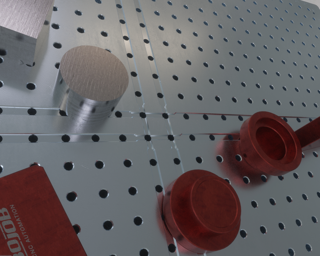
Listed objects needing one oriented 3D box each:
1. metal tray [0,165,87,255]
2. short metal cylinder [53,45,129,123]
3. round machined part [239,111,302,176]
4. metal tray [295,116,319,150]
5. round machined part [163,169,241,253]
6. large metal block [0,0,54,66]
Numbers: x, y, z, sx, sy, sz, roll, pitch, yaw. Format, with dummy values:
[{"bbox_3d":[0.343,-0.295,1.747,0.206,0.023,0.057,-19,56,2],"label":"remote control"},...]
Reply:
[{"bbox_3d":[-0.123,0.108,0.273,0.091,0.030,0.130,-22,74,-36],"label":"metal tray"},{"bbox_3d":[-0.085,-0.053,0.379,0.081,0.050,0.080,14,56,-21],"label":"short metal cylinder"},{"bbox_3d":[0.160,0.027,0.467,0.099,0.042,0.098,14,56,-21],"label":"round machined part"},{"bbox_3d":[0.292,0.001,0.523,0.131,0.090,0.030,-7,66,-32],"label":"metal tray"},{"bbox_3d":[0.057,0.095,0.370,0.099,0.042,0.098,14,56,-21],"label":"round machined part"},{"bbox_3d":[-0.182,-0.133,0.375,0.081,0.050,0.080,17,55,-18],"label":"large metal block"}]
